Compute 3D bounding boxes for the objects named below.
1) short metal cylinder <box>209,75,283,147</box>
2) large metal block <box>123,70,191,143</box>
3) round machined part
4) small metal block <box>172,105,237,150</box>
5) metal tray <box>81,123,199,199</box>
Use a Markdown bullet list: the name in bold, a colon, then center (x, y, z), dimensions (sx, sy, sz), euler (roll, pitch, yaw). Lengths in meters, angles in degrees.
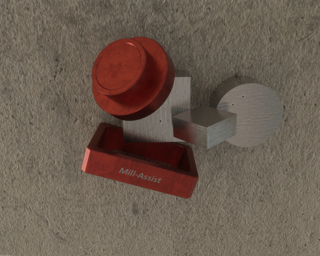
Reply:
- **short metal cylinder**: center (0.105, -0.023, 0.391), dimensions (0.081, 0.050, 0.079), euler (0, 110, 0)
- **large metal block**: center (-0.005, -0.029, 0.388), dimensions (0.080, 0.050, 0.079), euler (-1, 110, 0)
- **round machined part**: center (-0.037, -0.061, 0.349), dimensions (0.098, 0.098, 0.042), euler (-35, 151, 11)
- **small metal block**: center (0.050, -0.003, 0.348), dimensions (0.050, 0.050, 0.025), euler (-22, 118, -37)
- **metal tray**: center (-0.022, 0.037, 0.389), dimensions (0.131, 0.090, 0.030), euler (16, 110, -6)
